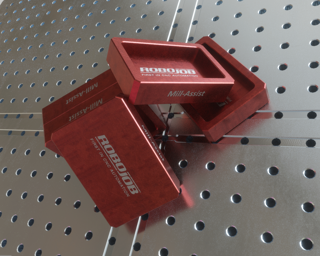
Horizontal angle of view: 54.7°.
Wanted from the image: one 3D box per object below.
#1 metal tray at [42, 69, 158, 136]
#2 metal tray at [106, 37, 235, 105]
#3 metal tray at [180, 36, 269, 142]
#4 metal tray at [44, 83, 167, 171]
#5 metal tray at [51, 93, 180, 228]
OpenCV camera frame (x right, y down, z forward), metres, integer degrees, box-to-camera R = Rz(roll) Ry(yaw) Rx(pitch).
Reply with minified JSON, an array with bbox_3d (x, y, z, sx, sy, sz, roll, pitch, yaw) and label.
[{"bbox_3d":[-0.078,-0.022,0.418,0.130,0.090,0.030,-29,52,10],"label":"metal tray"},{"bbox_3d":[0.012,-0.069,0.370,0.131,0.030,0.090,-4,45,-29],"label":"metal tray"},{"bbox_3d":[0.064,-0.055,0.403,0.090,0.030,0.130,-37,51,3],"label":"metal tray"},{"bbox_3d":[-0.069,0.000,0.399,0.130,0.090,0.030,-29,52,10],"label":"metal tray"},{"bbox_3d":[-0.047,0.038,0.349,0.090,0.130,0.030,-29,11,10],"label":"metal tray"}]
